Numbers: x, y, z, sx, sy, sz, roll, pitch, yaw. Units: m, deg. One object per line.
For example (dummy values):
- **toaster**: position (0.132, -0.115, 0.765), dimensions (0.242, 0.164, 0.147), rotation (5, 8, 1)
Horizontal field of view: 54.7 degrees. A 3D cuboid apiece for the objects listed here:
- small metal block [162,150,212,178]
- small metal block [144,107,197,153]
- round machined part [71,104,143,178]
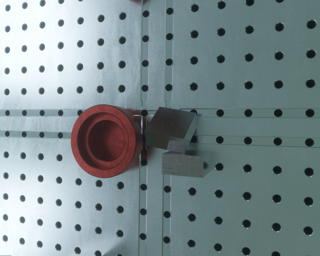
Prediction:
- **small metal block**: position (0.034, 0.043, 0.386), dimensions (0.050, 0.050, 0.025), rotation (2, 93, 19)
- **small metal block**: position (0.015, 0.001, 0.391), dimensions (0.050, 0.050, 0.025), rotation (11, 134, 19)
- **round machined part**: position (-0.069, 0.017, 0.427), dimensions (0.098, 0.042, 0.097), rotation (0, 90, 19)
